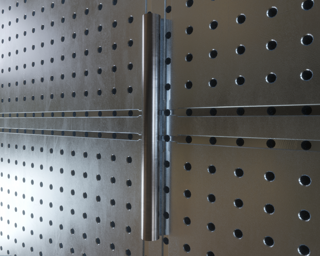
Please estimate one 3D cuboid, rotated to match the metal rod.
[{"bbox_3d":[-0.012,-0.001,0.417,0.025,0.025,0.298,1,90,39],"label":"metal rod"}]
